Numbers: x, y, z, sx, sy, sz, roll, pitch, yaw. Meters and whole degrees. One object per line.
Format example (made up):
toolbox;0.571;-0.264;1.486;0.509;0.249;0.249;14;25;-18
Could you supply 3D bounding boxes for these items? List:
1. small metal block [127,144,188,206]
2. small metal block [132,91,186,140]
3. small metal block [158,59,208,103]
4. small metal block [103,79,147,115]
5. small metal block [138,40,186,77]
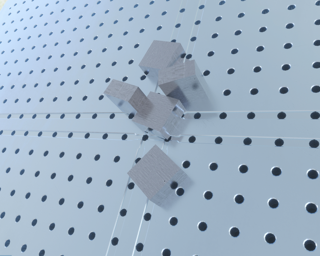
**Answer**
small metal block;-0.003;0.057;0.376;0.050;0.025;0.050;-45;51;-3
small metal block;-0.002;-0.017;0.421;0.050;0.025;0.050;21;73;35
small metal block;0.031;-0.059;0.413;0.050;0.050;0.025;-13;56;21
small metal block;-0.043;-0.040;0.441;0.050;0.050;0.025;21;73;36
small metal block;0.004;-0.104;0.471;0.050;0.025;0.050;17;71;35
